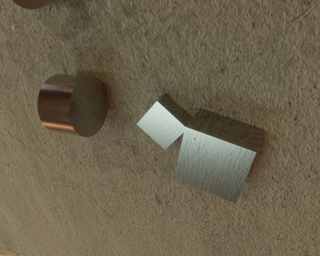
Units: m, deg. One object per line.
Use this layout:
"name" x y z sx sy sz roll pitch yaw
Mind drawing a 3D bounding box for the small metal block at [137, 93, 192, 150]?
"small metal block" 0.007 -0.008 0.398 0.050 0.025 0.050 43 129 -2

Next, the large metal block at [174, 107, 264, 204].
"large metal block" 0.069 0.032 0.374 0.080 0.050 0.079 20 126 16

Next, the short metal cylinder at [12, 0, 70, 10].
"short metal cylinder" -0.138 -0.181 0.352 0.080 0.050 0.079 13 124 21

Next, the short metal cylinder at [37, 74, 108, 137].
"short metal cylinder" -0.113 -0.031 0.412 0.050 0.080 0.079 8 122 24
